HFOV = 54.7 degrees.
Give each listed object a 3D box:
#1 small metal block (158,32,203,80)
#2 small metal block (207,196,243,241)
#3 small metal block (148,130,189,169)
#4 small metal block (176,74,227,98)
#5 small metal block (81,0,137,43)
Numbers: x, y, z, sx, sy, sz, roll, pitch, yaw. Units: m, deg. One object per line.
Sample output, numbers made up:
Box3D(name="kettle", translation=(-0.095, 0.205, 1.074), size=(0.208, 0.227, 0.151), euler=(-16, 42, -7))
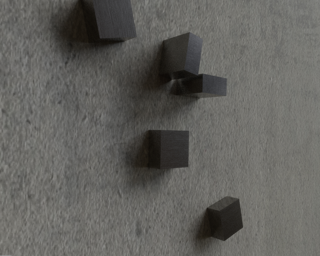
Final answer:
Box3D(name="small metal block", translation=(0.027, -0.094, 0.413), size=(0.025, 0.050, 0.050), euler=(14, 81, -40))
Box3D(name="small metal block", translation=(0.105, 0.144, 0.496), size=(0.050, 0.025, 0.050), euler=(-17, 101, -39))
Box3D(name="small metal block", translation=(0.012, 0.028, 0.417), size=(0.050, 0.025, 0.050), euler=(2, 89, -40))
Box3D(name="small metal block", translation=(0.059, -0.058, 0.440), size=(0.050, 0.050, 0.025), euler=(2, 89, -40))
Box3D(name="small metal block", translation=(-0.058, -0.127, 0.357), size=(0.050, 0.025, 0.050), euler=(-16, 101, -39))
